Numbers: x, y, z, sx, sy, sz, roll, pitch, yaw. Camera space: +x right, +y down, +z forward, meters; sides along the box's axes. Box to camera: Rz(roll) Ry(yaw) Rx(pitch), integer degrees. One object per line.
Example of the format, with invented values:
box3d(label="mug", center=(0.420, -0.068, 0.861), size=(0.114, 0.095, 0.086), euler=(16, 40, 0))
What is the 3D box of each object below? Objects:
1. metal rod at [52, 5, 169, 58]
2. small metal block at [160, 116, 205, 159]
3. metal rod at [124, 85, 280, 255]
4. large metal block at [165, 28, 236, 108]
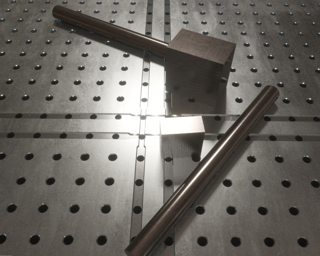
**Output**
box3d(label="metal rod", center=(-0.066, -0.163, 0.543), size=(0.301, 0.025, 0.025), euler=(24, 54, 18))
box3d(label="small metal block", center=(0.026, 0.012, 0.381), size=(0.050, 0.050, 0.025), euler=(-4, 50, -3))
box3d(label="metal rod", center=(0.069, 0.038, 0.376), size=(0.025, 0.025, 0.301), euler=(32, 56, 23))
box3d(label="large metal block", center=(0.056, -0.085, 0.444), size=(0.080, 0.080, 0.050), euler=(22, 53, 17))
